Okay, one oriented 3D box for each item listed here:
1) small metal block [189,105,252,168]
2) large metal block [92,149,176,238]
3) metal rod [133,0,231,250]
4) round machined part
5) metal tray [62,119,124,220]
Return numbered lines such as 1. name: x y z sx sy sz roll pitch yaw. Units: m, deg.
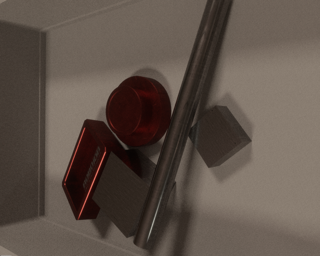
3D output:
1. small metal block: 0.066 0.010 0.351 0.050 0.025 0.050 -45 64 30
2. large metal block: -0.037 0.085 0.419 0.080 0.050 0.079 37 113 33
3. metal rod: 0.025 -0.008 0.355 0.025 0.025 0.298 19 92 38
4. round machined part: -0.036 -0.023 0.424 0.098 0.042 0.097 0 90 39
5. metal tray: -0.107 0.063 0.474 0.090 0.030 0.129 45 118 46
